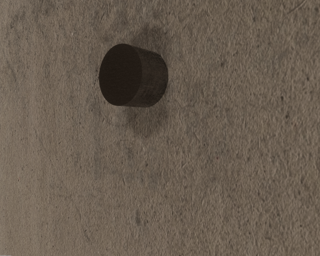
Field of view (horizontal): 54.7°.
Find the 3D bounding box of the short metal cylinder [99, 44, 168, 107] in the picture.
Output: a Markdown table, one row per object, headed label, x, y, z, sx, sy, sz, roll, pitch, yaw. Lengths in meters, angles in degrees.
| label | x | y | z | sx | sy | sz | roll | pitch | yaw |
| --- | --- | --- | --- | --- | --- | --- | --- | --- | --- |
| short metal cylinder | -0.036 | -0.068 | 0.417 | 0.080 | 0.050 | 0.079 | 0 | 90 | 39 |
